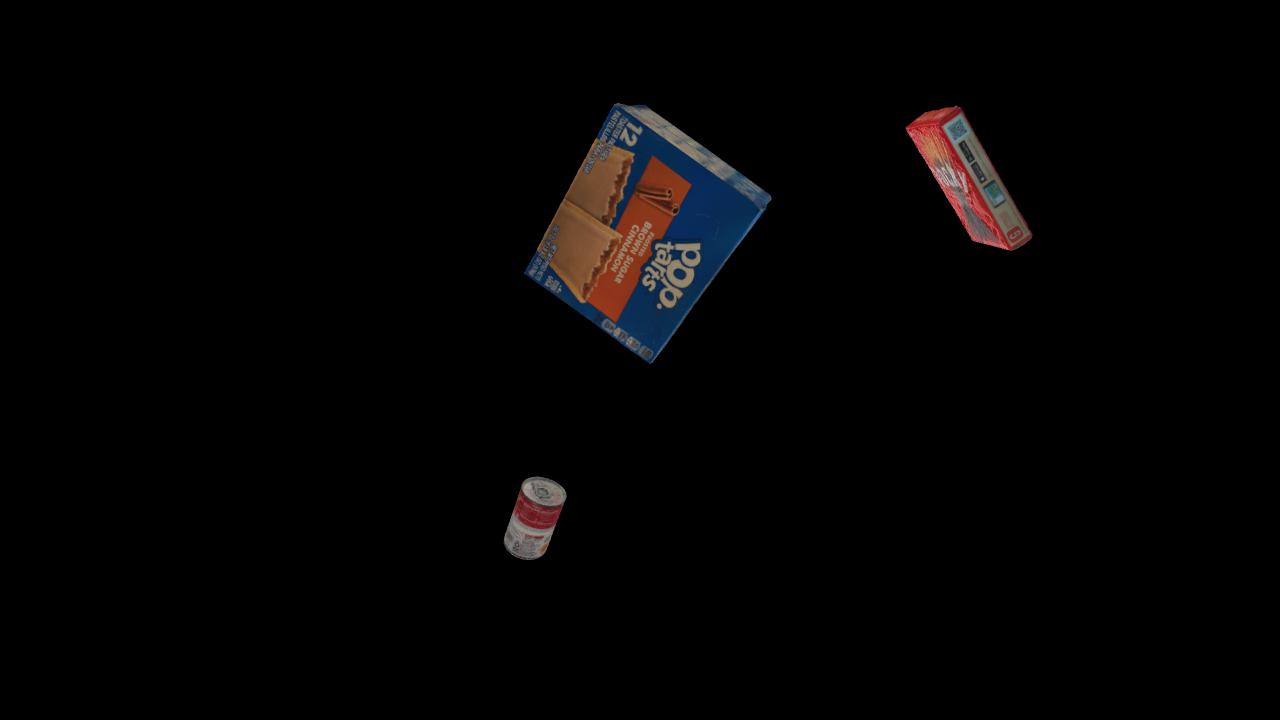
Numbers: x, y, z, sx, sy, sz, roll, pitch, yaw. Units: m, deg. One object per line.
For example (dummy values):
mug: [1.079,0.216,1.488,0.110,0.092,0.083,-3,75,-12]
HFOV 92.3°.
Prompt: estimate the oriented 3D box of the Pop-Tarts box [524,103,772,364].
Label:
Pop-Tarts box: [0.005,-0.108,0.534,0.141,0.167,0.083,36,29,0]

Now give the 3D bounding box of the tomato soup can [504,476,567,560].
tomato soup can: [-0.154,0.232,0.898,0.068,0.101,0.068,18,20,-7]

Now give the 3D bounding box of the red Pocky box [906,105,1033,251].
red Pocky box: [0.337,-0.185,0.634,0.028,0.155,0.083,-35,13,13]
